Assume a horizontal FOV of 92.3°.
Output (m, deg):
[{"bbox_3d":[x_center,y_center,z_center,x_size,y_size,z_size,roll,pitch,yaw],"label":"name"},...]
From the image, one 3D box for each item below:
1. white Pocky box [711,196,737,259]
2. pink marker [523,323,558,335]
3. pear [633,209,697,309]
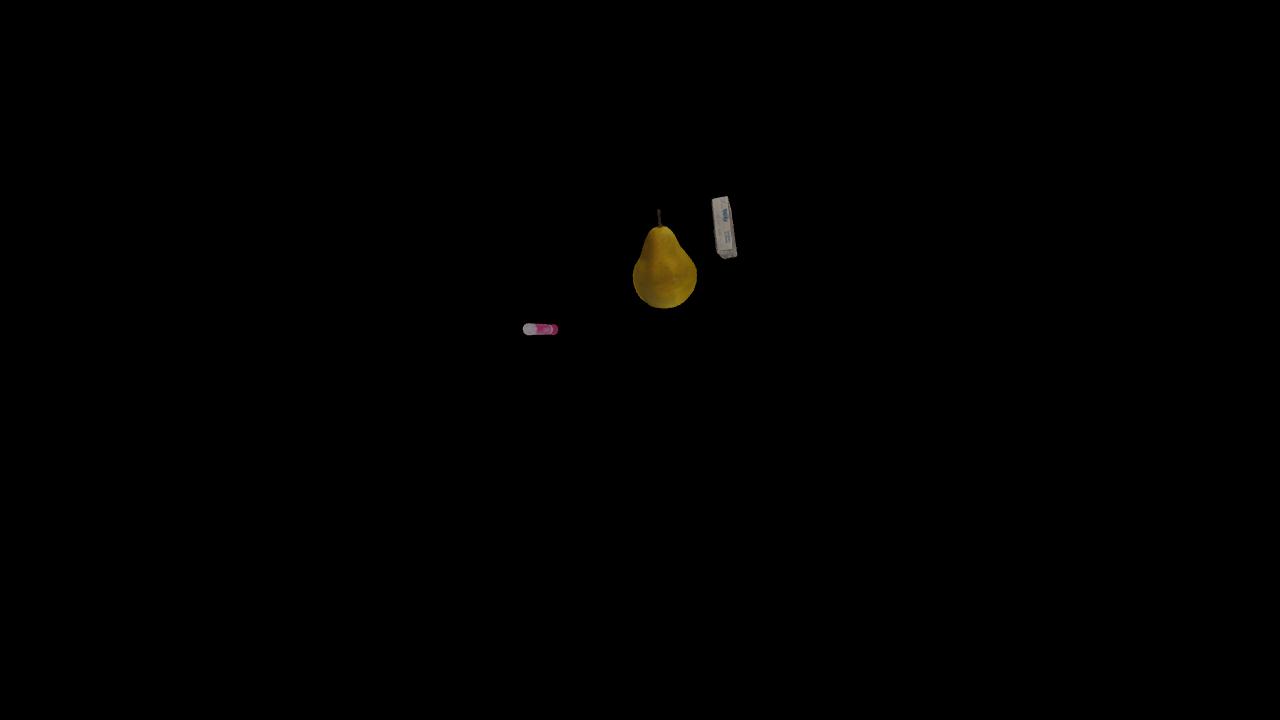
[{"bbox_3d":[0.137,-0.211,0.998,0.028,0.084,0.154,-7,4,12],"label":"white Pocky box"},{"bbox_3d":[-0.160,-0.050,1.004,0.020,0.020,0.121,0,3,11],"label":"pink marker"},{"bbox_3d":[0.027,-0.117,0.724,0.080,0.111,0.080,-9,37,7],"label":"pear"}]
